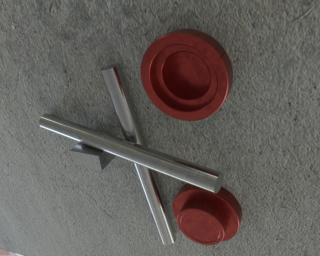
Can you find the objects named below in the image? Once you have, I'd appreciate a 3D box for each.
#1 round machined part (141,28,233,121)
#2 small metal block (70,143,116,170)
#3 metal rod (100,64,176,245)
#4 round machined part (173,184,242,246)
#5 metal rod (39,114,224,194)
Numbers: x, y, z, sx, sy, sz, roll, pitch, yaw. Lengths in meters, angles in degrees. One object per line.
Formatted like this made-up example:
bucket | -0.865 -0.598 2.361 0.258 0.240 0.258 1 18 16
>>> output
round machined part | 0.032 -0.060 0.342 0.098 0.042 0.097 13 124 21
small metal block | -0.096 0.034 0.462 0.050 0.050 0.025 8 122 24
metal rod | -0.024 0.053 0.452 0.025 0.025 0.298 -2 117 29
round machined part | 0.063 0.127 0.441 0.098 0.042 0.097 13 124 21
metal rod | -0.059 0.025 0.422 0.300 0.025 0.025 16 126 30
